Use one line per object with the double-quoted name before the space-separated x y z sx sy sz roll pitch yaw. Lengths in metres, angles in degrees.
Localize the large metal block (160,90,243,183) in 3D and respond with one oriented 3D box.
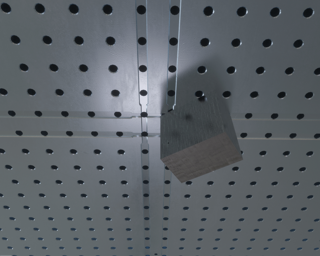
"large metal block" 0.048 0.010 0.384 0.080 0.080 0.050 -25 126 19
